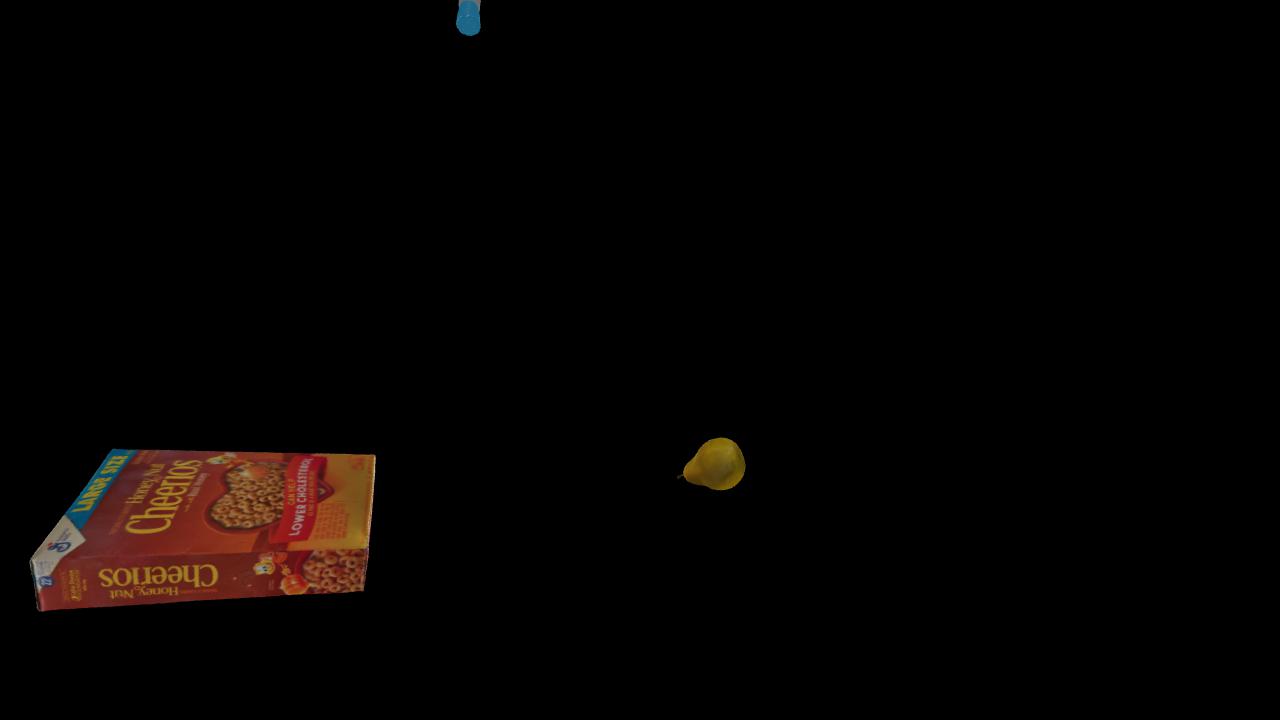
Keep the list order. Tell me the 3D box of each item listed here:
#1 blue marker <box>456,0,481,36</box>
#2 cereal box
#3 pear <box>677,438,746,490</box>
[{"bbox_3d":[-0.143,-0.313,0.518,0.020,0.121,0.020,-6,-31,-4],"label":"blue marker"},{"bbox_3d":[-0.489,0.192,0.742,0.306,0.081,0.203,6,22,-22],"label":"cereal box"},{"bbox_3d":[0.098,0.160,0.914,0.111,0.080,0.080,-23,-8,19],"label":"pear"}]
